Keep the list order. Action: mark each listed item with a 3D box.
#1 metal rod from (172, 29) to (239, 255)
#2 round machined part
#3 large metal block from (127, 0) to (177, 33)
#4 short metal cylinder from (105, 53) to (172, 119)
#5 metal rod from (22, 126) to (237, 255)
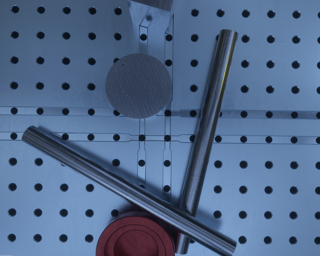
[{"bbox_3d":[0.058,0.018,0.414,0.025,0.025,0.298,13,90,-1],"label":"metal rod"},{"bbox_3d":[-0.029,0.156,0.402,0.099,0.042,0.097,0,91,3],"label":"round machined part"},{"bbox_3d":[-0.002,-0.175,0.386,0.050,0.080,0.080,16,90,0],"label":"large metal block"},{"bbox_3d":[-0.026,-0.051,0.401,0.081,0.050,0.079,0,90,-1],"label":"short metal cylinder"},{"bbox_3d":[-0.043,0.079,0.396,0.301,0.025,0.025,29,90,6],"label":"metal rod"}]
